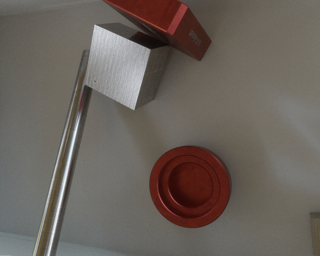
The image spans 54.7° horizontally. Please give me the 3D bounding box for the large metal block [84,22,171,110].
[{"bbox_3d":[-0.043,-0.081,0.398,0.080,0.050,0.079,28,121,17],"label":"large metal block"}]

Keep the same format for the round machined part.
[{"bbox_3d":[0.040,0.070,0.387,0.098,0.042,0.097,0,90,19],"label":"round machined part"}]

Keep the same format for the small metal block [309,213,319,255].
[{"bbox_3d":[0.196,0.122,0.342,0.050,0.025,0.050,-5,88,19],"label":"small metal block"}]

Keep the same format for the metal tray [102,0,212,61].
[{"bbox_3d":[0.002,-0.121,0.353,0.090,0.130,0.030,32,101,17],"label":"metal tray"}]

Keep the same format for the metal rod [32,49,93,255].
[{"bbox_3d":[-0.116,0.032,0.391,0.025,0.025,0.299,-1,67,19],"label":"metal rod"}]
